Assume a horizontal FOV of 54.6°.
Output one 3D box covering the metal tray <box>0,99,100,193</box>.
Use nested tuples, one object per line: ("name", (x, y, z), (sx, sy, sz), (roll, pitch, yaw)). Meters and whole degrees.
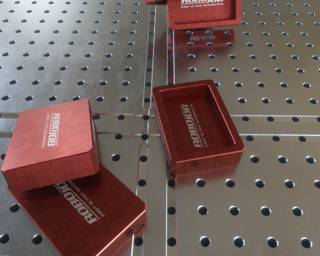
("metal tray", (-0.123, 0.013, 0.364), (0.091, 0.030, 0.130), (-13, 32, -8))

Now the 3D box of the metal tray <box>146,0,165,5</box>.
("metal tray", (0.049, -0.242, 0.553), (0.131, 0.030, 0.090), (-17, 17, -40))

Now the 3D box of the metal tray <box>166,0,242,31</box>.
("metal tray", (0.076, -0.225, 0.551), (0.131, 0.089, 0.030), (-6, 16, -3))

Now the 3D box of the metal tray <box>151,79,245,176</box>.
("metal tray", (0.045, -0.006, 0.409), (0.091, 0.030, 0.130), (-9, 51, -8))

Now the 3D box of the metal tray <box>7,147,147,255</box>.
("metal tray", (-0.089, 0.081, 0.336), (0.130, 0.030, 0.090), (36, 59, 26))
